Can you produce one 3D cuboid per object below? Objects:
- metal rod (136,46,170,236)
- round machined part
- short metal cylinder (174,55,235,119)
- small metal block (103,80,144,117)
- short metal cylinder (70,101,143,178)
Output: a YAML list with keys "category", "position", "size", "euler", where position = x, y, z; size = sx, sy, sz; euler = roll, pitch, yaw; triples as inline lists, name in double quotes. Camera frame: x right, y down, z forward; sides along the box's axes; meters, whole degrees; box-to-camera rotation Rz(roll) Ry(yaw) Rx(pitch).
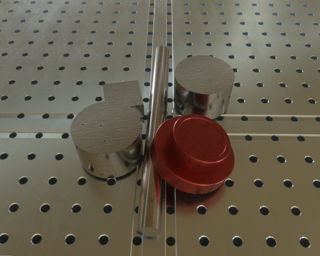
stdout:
- category: "metal rod"
  position: [-0.004, -0.009, 0.410]
  size: [0.025, 0.025, 0.300]
  euler: [2, 50, 2]
- category: "round machined part"
  position: [0.041, 0.023, 0.357]
  size: [0.099, 0.042, 0.098]
  euler: [11, 48, -12]
- category: "short metal cylinder"
  position: [0.060, -0.057, 0.434]
  size: [0.081, 0.050, 0.080]
  euler: [0, 50, 0]
- category: "small metal block"
  position: [-0.051, -0.038, 0.434]
  size: [0.050, 0.025, 0.050]
  euler: [-9, 51, -7]
- category: "short metal cylinder"
  position: [-0.062, 0.013, 0.374]
  size: [0.081, 0.050, 0.080]
  euler: [0, 50, 0]
